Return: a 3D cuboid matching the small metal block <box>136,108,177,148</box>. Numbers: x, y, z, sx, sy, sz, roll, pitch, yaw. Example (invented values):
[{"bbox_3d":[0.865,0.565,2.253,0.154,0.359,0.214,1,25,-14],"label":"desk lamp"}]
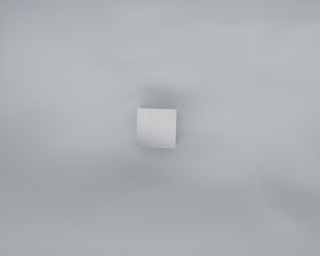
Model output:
[{"bbox_3d":[-0.005,0.000,0.408,0.050,0.025,0.050,2,90,0],"label":"small metal block"}]
